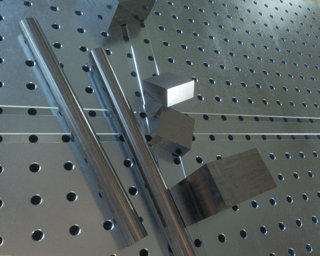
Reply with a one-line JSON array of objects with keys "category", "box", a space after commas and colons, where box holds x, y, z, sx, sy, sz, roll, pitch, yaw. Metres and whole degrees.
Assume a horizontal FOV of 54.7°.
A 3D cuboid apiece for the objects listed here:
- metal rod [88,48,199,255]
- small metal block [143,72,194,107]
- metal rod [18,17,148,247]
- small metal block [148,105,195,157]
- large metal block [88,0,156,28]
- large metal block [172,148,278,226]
[{"category": "metal rod", "box": [-0.025, 0.027, 0.377, 0.025, 0.025, 0.299, -13, 69, -34]}, {"category": "small metal block", "box": [0.012, -0.055, 0.431, 0.050, 0.025, 0.050, -24, 36, -36]}, {"category": "metal rod", "box": [-0.096, -0.007, 0.360, 0.025, 0.025, 0.299, -20, 72, -35]}, {"category": "small metal block", "box": [0.016, 0.004, 0.414, 0.050, 0.025, 0.050, 23, 53, -15]}, {"category": "large metal block", "box": [-0.064, -0.213, 0.487, 0.081, 0.050, 0.080, -29, 78, -37]}, {"category": "large metal block", "box": [0.074, 0.071, 0.370, 0.081, 0.080, 0.050, -12, 68, -33]}]
